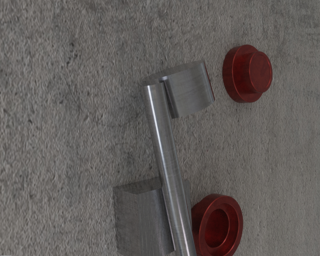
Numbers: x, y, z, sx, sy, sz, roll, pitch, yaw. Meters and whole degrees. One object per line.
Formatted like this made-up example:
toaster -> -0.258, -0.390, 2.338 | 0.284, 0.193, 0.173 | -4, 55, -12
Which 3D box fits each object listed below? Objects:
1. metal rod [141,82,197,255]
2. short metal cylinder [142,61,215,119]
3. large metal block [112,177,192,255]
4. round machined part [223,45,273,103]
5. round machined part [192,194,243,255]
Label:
metal rod -> 0.020, 0.098, 0.356 | 0.025, 0.025, 0.298 | -19, 102, -38
short metal cylinder -> 0.023, -0.048, 0.388 | 0.081, 0.080, 0.050 | -30, 109, -36
large metal block -> -0.008, 0.108, 0.382 | 0.081, 0.050, 0.079 | -6, 94, -40
round machined part -> 0.153, -0.091, 0.521 | 0.099, 0.042, 0.097 | 0, 90, -40
round machined part -> 0.076, 0.146, 0.458 | 0.099, 0.042, 0.097 | 0, 90, -40
